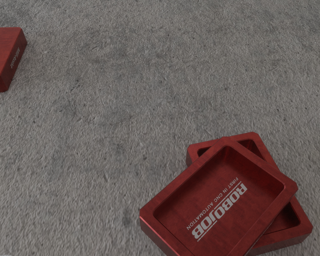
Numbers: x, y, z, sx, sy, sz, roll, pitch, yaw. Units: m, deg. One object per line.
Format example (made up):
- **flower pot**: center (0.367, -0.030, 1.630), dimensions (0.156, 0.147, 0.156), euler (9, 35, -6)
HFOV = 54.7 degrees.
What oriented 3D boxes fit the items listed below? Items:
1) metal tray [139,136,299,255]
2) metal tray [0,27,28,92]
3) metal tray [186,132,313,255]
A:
- **metal tray**: center (0.056, 0.075, 0.297), dimensions (0.131, 0.030, 0.090), euler (-37, 59, -27)
- **metal tray**: center (-0.275, -0.111, 0.491), dimensions (0.091, 0.030, 0.130), euler (-1, 50, -1)
- **metal tray**: center (0.090, 0.069, 0.342), dimensions (0.091, 0.030, 0.130), euler (-11, 51, -9)
